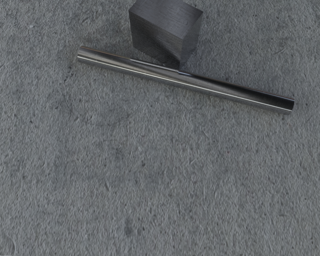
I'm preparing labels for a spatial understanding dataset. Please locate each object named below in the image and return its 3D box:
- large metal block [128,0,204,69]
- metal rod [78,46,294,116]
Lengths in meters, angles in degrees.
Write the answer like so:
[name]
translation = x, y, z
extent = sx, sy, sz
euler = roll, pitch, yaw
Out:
[large metal block]
translation = 0.007, -0.134, 0.428
extent = 0.080, 0.080, 0.050
euler = 31, 73, 10
[metal rod]
translation = 0.032, -0.068, 0.433
extent = 0.302, 0.025, 0.025
euler = 15, 71, 5
